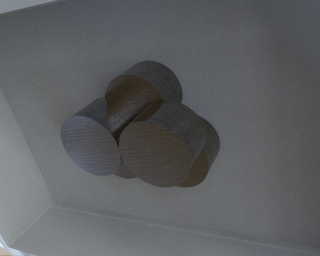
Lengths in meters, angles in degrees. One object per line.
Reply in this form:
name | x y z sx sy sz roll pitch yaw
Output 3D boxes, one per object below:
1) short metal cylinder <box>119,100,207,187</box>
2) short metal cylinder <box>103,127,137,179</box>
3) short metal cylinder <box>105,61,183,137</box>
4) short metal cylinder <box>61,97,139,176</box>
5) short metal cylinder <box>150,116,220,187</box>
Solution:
short metal cylinder | 0.004 0.016 0.333 0.080 0.050 0.079 13 124 21
short metal cylinder | -0.044 0.023 0.427 0.080 0.050 0.079 13 124 21
short metal cylinder | -0.019 -0.036 0.379 0.080 0.050 0.079 13 124 21
short metal cylinder | -0.069 0.010 0.368 0.080 0.050 0.079 13 124 21
short metal cylinder | 0.030 0.028 0.392 0.080 0.050 0.079 13 124 21
